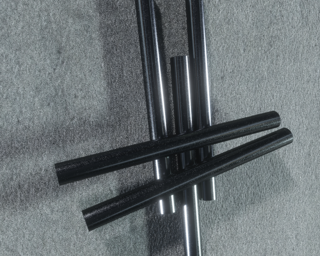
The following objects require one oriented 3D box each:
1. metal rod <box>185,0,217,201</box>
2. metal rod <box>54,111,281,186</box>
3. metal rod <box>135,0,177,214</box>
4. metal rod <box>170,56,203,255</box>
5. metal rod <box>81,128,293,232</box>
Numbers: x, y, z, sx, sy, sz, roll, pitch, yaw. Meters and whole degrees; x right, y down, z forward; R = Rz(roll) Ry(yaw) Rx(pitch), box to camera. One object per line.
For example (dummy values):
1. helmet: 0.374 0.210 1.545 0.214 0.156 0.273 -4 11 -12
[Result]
1. metal rod: 0.057 -0.050 0.431 0.025 0.025 0.298 -5 92 -20
2. metal rod: 0.025 0.019 0.391 0.302 0.025 0.025 -13 95 -20
3. metal rod: -0.006 -0.037 0.407 0.025 0.025 0.298 -7 93 -20
4. metal rod: 0.037 0.053 0.424 0.025 0.025 0.298 -5 92 -20
5. metal rod: 0.050 0.058 0.401 0.302 0.025 0.025 -19 97 -19
